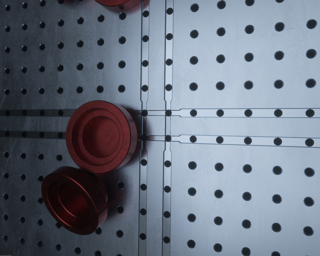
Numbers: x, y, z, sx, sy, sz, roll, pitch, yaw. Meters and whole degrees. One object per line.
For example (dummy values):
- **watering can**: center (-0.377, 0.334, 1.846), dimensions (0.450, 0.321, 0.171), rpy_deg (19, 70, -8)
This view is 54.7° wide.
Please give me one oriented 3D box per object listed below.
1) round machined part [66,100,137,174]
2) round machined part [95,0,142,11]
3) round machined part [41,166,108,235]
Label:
- **round machined part**: center (-0.076, 0.012, 0.428), dimensions (0.098, 0.042, 0.097), rpy_deg (0, 89, 19)
- **round machined part**: center (-0.062, -0.216, 0.424), dimensions (0.098, 0.042, 0.097), rpy_deg (0, 90, 19)
- **round machined part**: center (-0.112, 0.095, 0.429), dimensions (0.098, 0.042, 0.097), rpy_deg (13, 119, 24)
